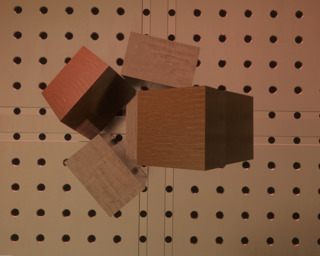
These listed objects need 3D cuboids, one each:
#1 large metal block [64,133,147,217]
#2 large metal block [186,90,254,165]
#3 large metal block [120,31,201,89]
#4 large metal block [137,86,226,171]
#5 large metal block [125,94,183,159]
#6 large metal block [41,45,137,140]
[{"bbox_3d":[-0.062,0.053,0.384,0.050,0.080,0.080,-40,91,0],"label":"large metal block"},{"bbox_3d":[0.075,0.000,0.378,0.050,0.080,0.080,0,89,38],"label":"large metal block"},{"bbox_3d":[0.001,-0.075,0.386,0.080,0.080,0.050,13,90,0],"label":"large metal block"},{"bbox_3d":[0.023,0.000,0.332,0.080,0.050,0.080,0,89,34],"label":"large metal block"},{"bbox_3d":[-0.001,-0.002,0.401,0.080,0.050,0.080,1,90,0],"label":"large metal block"},{"bbox_3d":[-0.088,-0.044,0.379,0.080,0.080,0.050,-49,134,0],"label":"large metal block"}]
